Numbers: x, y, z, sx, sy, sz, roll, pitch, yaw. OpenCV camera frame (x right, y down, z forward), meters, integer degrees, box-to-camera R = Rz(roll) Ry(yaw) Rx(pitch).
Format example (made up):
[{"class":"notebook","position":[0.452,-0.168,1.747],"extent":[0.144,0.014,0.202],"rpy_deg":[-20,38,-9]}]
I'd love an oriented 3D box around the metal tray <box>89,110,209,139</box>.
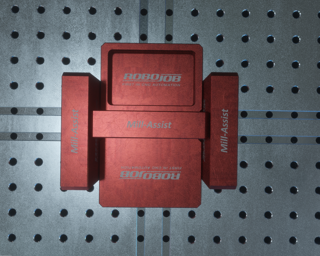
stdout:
[{"class":"metal tray","position":[-0.012,-0.004,0.379],"extent":[0.131,0.090,0.030],"rpy_deg":[1,90,-1]}]

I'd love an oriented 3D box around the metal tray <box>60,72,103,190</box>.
[{"class":"metal tray","position":[-0.092,0.003,0.379],"extent":[0.030,0.090,0.129],"rpy_deg":[1,90,0]}]

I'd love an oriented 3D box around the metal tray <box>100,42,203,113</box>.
[{"class":"metal tray","position":[-0.011,-0.064,0.410],"extent":[0.131,0.030,0.089],"rpy_deg":[1,90,-1]}]

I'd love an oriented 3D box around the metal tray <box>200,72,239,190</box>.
[{"class":"metal tray","position":[0.070,0.003,0.381],"extent":[0.030,0.090,0.129],"rpy_deg":[1,90,0]}]

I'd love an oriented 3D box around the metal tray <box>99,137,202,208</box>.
[{"class":"metal tray","position":[-0.012,0.057,0.409],"extent":[0.131,0.030,0.089],"rpy_deg":[1,90,-1]}]
